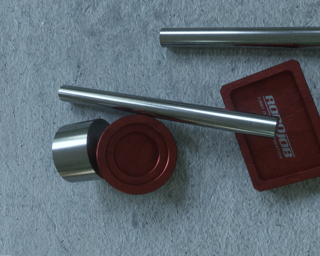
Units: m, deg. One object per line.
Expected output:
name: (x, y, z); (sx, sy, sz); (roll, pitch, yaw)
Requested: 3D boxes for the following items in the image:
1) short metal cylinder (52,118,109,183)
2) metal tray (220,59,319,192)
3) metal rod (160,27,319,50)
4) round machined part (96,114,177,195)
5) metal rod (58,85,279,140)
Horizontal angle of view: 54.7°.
short metal cylinder: (-0.096, 0.031, 0.414); (0.050, 0.080, 0.080); (-10, 87, 20)
metal tray: (0.134, -0.002, 0.358); (0.090, 0.030, 0.129); (-20, 83, 18)
metal rod: (0.145, -0.104, 0.357); (0.301, 0.025, 0.025); (6, 92, 19)
round machined part: (-0.030, 0.034, 0.396); (0.099, 0.042, 0.097); (1, 84, -10)
metal rod: (-0.009, -0.026, 0.392); (0.300, 0.025, 0.025); (11, 94, 26)
